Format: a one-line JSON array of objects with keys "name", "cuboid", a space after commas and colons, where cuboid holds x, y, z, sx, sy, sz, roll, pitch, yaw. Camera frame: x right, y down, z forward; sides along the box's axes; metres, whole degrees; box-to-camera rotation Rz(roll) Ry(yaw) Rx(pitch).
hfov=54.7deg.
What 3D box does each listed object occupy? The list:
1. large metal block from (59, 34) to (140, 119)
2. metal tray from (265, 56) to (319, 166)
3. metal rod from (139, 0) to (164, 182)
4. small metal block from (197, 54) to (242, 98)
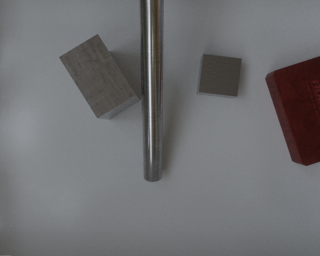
[{"name": "large metal block", "cuboid": [-0.069, -0.058, 0.383, 0.050, 0.080, 0.080, -32, 90, 0]}, {"name": "metal tray", "cuboid": [0.206, -0.025, 0.412, 0.090, 0.030, 0.129, -18, 90, -1]}, {"name": "metal rod", "cuboid": [-0.009, -0.069, 0.347, 0.025, 0.025, 0.298, 0, 116, 0]}, {"name": "small metal block", "cuboid": [0.078, -0.068, 0.412, 0.050, 0.025, 0.050, 7, 90, -1]}]
